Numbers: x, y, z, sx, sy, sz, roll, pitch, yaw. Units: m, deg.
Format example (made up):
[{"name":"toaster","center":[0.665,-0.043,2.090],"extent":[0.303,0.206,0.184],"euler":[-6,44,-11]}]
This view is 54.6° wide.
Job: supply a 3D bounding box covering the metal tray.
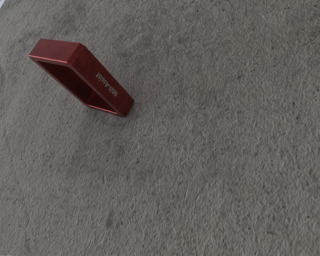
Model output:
[{"name":"metal tray","center":[-0.105,-0.067,0.434],"extent":[0.090,0.130,0.030],"euler":[16,71,34]}]
